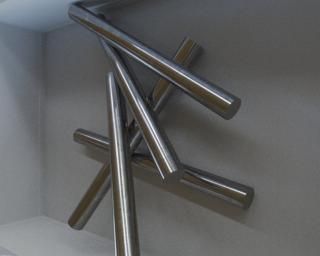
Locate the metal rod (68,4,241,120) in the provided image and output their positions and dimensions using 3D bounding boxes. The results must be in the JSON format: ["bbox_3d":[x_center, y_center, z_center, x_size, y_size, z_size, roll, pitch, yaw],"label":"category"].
[{"bbox_3d":[-0.027,-0.096,0.386,0.300,0.025,0.025,38,113,32],"label":"metal rod"}]

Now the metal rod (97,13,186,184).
[{"bbox_3d":[-0.041,-0.059,0.397,0.025,0.025,0.299,-50,49,28],"label":"metal rod"}]

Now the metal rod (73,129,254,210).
[{"bbox_3d":[-0.020,0.044,0.420,0.300,0.025,0.025,15,100,38],"label":"metal rod"}]

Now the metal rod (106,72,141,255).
[{"bbox_3d":[-0.044,0.053,0.354,0.025,0.025,0.299,-35,49,34],"label":"metal rod"}]

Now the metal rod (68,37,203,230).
[{"bbox_3d":[-0.040,0.017,0.408,0.025,0.025,0.299,43,106,31],"label":"metal rod"}]
